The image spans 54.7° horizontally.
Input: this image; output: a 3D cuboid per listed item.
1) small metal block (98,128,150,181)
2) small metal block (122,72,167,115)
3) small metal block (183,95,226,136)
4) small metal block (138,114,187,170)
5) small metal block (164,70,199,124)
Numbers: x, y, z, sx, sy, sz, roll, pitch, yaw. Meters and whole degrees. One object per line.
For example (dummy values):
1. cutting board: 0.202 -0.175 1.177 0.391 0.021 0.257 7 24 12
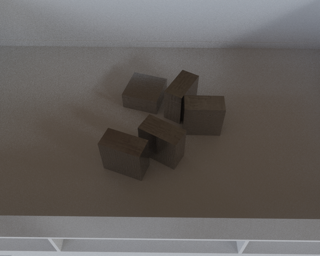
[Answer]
1. small metal block: -0.041 0.031 0.362 0.050 0.050 0.025 17 52 13
2. small metal block: -0.021 -0.051 0.447 0.050 0.025 0.050 14 51 11
3. small metal block: 0.055 -0.016 0.402 0.050 0.050 0.025 1 50 1
4. small metal block: 0.002 0.017 0.374 0.050 0.050 0.025 25 54 19
5. small metal block: 0.029 -0.042 0.425 0.025 0.050 0.050 24 54 19
